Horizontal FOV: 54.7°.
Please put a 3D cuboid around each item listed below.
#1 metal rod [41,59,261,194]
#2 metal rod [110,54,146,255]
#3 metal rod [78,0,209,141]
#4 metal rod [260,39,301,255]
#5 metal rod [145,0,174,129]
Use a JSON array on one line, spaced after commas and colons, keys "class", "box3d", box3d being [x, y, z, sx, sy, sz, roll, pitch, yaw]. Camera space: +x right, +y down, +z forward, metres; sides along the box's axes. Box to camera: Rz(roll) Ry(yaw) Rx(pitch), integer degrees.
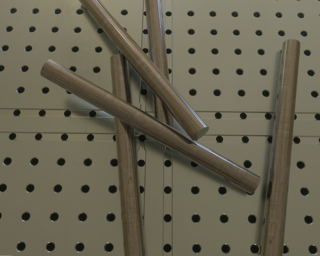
[{"class": "metal rod", "box3d": [-0.012, -0.002, 0.390, 0.301, 0.025, 0.025, 29, 72, 1]}, {"class": "metal rod", "box3d": [-0.042, 0.040, 0.396, 0.025, 0.025, 0.299, -6, 70, -3]}, {"class": "metal rod", "box3d": [-0.036, -0.102, 0.429, 0.025, 0.025, 0.300, -33, 66, -11]}, {"class": "metal rod", "box3d": [0.162, 0.013, 0.408, 0.025, 0.025, 0.299, 12, 70, 4]}, {"class": "metal rod", "box3d": [-0.005, -0.139, 0.462, 0.025, 0.025, 0.299, -4, 70, -2]}]
